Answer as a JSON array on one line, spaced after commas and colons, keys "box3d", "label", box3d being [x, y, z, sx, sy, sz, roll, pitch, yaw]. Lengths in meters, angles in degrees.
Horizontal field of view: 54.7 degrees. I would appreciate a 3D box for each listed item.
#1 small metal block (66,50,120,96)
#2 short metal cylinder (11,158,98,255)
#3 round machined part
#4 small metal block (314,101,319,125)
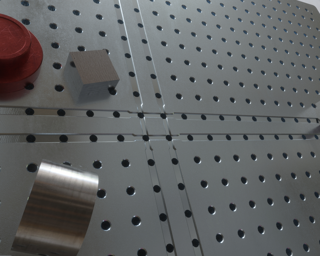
[{"box3d": [-0.088, -0.074, 0.407, 0.050, 0.025, 0.050, -15, 70, -34], "label": "small metal block"}, {"box3d": [-0.093, 0.073, 0.279, 0.050, 0.080, 0.080, 19, 54, -18], "label": "short metal cylinder"}, {"box3d": [-0.186, -0.092, 0.354, 0.099, 0.042, 0.098, 14, 56, -21], "label": "round machined part"}, {"box3d": [0.331, -0.034, 0.595, 0.025, 0.050, 0.050, 17, 55, -19], "label": "small metal block"}]
